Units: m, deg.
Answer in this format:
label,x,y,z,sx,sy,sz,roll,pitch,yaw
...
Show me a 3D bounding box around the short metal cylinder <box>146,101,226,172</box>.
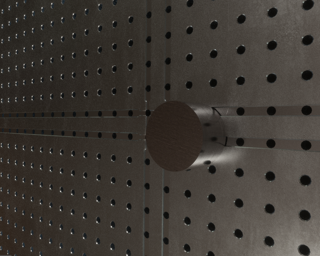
label,x,y,z,sx,sy,sz,roll,pitch,yaw
short metal cylinder,0.030,0.009,0.367,0.080,0.050,0.079,0,90,39
